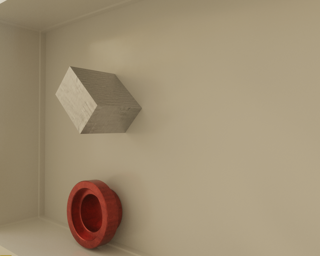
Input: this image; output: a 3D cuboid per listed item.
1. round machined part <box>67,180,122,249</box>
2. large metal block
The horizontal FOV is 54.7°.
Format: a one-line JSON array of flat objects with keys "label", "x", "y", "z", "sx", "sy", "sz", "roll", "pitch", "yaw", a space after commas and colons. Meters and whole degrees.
[{"label": "round machined part", "x": -0.095, "y": 0.127, "z": 0.470, "sx": 0.098, "sy": 0.042, "sz": 0.097, "roll": -3, "pitch": 86, "yaw": 40}, {"label": "large metal block", "x": -0.087, "y": -0.038, "z": 0.440, "sx": 0.080, "sy": 0.081, "sz": 0.050, "roll": 51, "pitch": 120, "yaw": 27}]
